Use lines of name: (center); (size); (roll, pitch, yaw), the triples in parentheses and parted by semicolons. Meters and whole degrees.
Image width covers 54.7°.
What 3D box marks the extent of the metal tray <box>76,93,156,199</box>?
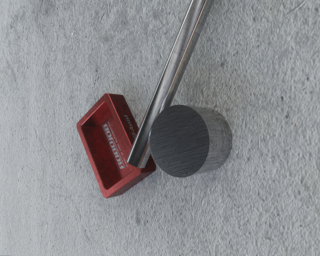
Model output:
metal tray: (-0.069, 0.025, 0.455); (0.090, 0.030, 0.130); (-39, 66, 32)

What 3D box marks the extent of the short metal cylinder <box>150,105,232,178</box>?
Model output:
short metal cylinder: (0.035, 0.014, 0.358); (0.080, 0.050, 0.079); (0, 90, 39)

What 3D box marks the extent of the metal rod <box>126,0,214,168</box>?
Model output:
metal rod: (0.026, -0.091, 0.364); (0.025, 0.025, 0.298); (30, 103, 35)
